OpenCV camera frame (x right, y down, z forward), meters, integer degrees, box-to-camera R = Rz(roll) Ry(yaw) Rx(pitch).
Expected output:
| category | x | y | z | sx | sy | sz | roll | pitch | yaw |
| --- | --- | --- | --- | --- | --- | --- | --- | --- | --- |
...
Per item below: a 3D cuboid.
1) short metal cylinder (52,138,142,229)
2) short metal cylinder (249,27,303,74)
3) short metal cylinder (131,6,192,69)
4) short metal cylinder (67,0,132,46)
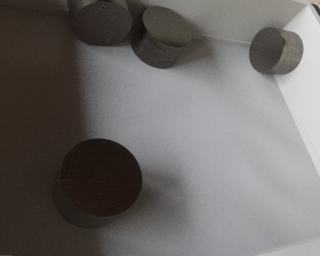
| category | x | y | z | sx | sy | sz | roll | pitch | yaw |
| --- | --- | --- | --- | --- | --- | --- | --- | --- | --- |
| short metal cylinder | -0.065 | 0.057 | 0.319 | 0.081 | 0.050 | 0.080 | 14 | 56 | -21 |
| short metal cylinder | 0.212 | -0.141 | 0.570 | 0.050 | 0.080 | 0.080 | 0 | 62 | -28 |
| short metal cylinder | 0.002 | -0.138 | 0.474 | 0.081 | 0.050 | 0.080 | 14 | 56 | -21 |
| short metal cylinder | -0.082 | -0.158 | 0.422 | 0.081 | 0.080 | 0.050 | -1 | 63 | -29 |
